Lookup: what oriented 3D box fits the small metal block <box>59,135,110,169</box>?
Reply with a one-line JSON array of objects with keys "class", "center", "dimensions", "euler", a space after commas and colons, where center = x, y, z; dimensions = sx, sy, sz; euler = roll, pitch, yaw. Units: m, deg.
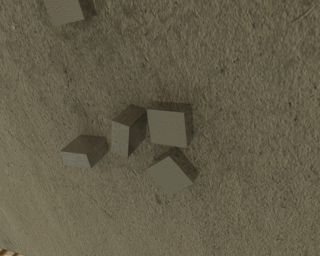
[{"class": "small metal block", "center": [-0.114, 0.035, 0.472], "dimensions": [0.050, 0.050, 0.025], "euler": [4, 120, 26]}]

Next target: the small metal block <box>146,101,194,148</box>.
[{"class": "small metal block", "center": [0.014, -0.005, 0.397], "dimensions": [0.050, 0.025, 0.050], "euler": [7, 122, 24]}]

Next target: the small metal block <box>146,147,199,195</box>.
[{"class": "small metal block", "center": [0.018, 0.061, 0.435], "dimensions": [0.050, 0.025, 0.050], "euler": [49, 129, -7]}]

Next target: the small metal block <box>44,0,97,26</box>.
[{"class": "small metal block", "center": [-0.110, -0.154, 0.370], "dimensions": [0.050, 0.025, 0.050], "euler": [-1, 118, 28]}]

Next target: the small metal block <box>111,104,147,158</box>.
[{"class": "small metal block", "center": [-0.041, 0.003, 0.414], "dimensions": [0.025, 0.050, 0.050], "euler": [19, 126, 17]}]
